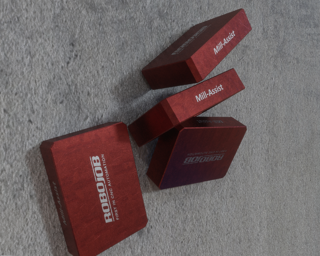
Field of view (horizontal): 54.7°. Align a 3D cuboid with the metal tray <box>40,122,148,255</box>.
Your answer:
[{"bbox_3d":[-0.069,0.066,0.344,0.091,0.030,0.129,-19,102,-38],"label":"metal tray"}]

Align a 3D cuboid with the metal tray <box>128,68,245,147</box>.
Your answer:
[{"bbox_3d":[0.034,-0.026,0.386,0.131,0.090,0.030,-28,87,-37],"label":"metal tray"}]

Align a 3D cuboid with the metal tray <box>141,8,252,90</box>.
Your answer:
[{"bbox_3d":[0.048,-0.102,0.401,0.131,0.090,0.030,-46,117,-30],"label":"metal tray"}]

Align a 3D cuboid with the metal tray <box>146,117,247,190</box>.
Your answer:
[{"bbox_3d":[0.052,0.031,0.419,0.131,0.030,0.089,-1,120,-40],"label":"metal tray"}]
